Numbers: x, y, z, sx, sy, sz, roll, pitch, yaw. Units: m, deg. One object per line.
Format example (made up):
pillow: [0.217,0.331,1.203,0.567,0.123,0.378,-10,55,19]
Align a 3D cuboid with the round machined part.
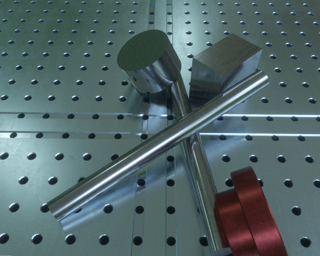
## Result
round machined part: [0.083,0.089,0.291,0.042,0.098,0.098,-21,50,11]

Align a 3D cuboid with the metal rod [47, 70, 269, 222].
metal rod: [0.010,0.013,0.369,0.302,0.025,0.025,-32,57,-14]

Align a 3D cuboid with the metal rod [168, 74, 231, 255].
metal rod: [0.038,0.009,0.400,0.025,0.025,0.300,-7,50,-6]

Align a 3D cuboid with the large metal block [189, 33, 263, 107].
large metal block: [0.089,-0.072,0.433,0.080,0.080,0.050,-35,59,-26]

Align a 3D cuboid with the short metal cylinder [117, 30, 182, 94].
short metal cylinder: [-0.015,-0.097,0.454,0.080,0.050,0.080,-14,52,19]
